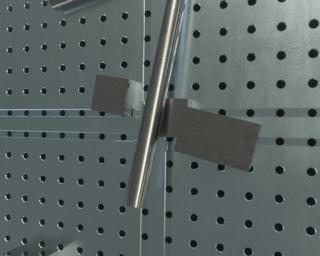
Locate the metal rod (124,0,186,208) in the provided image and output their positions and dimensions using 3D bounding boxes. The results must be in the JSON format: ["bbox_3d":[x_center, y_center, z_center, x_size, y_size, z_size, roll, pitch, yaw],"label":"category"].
[{"bbox_3d":[-0.002,-0.052,0.388,0.025,0.025,0.299,10,84,20],"label":"metal rod"}]

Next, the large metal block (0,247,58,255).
[{"bbox_3d":[-0.202,0.233,0.471,0.080,0.050,0.080,-4,89,20],"label":"large metal block"}]

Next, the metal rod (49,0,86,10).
[{"bbox_3d":[-0.021,-0.218,0.419,0.301,0.025,0.025,-11,86,19],"label":"metal rod"}]

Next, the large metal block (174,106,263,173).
[{"bbox_3d":[0.071,0.010,0.358,0.080,0.080,0.050,15,95,19],"label":"large metal block"}]

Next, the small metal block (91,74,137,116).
[{"bbox_3d":[-0.065,-0.046,0.435,0.050,0.025,0.050,11,94,19],"label":"small metal block"}]

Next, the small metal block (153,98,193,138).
[{"bbox_3d":[0.015,-0.013,0.407,0.050,0.025,0.050,3,91,20],"label":"small metal block"}]
